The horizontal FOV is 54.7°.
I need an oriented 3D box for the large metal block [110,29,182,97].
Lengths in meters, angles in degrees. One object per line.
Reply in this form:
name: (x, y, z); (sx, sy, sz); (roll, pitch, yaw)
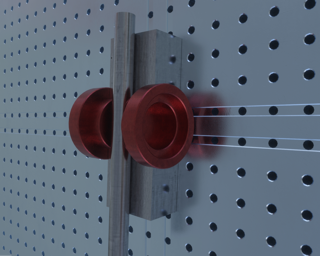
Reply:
large metal block: (-0.020, -0.078, 0.409); (0.080, 0.050, 0.079); (3, 92, 40)

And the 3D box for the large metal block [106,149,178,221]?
large metal block: (-0.024, 0.069, 0.413); (0.080, 0.050, 0.079); (4, 93, 40)

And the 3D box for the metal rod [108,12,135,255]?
metal rod: (-0.048, 0.011, 0.383); (0.025, 0.025, 0.298); (3, 92, 40)

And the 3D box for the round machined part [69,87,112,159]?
round machined part: (-0.068, -0.006, 0.417); (0.042, 0.099, 0.097); (3, 92, 40)

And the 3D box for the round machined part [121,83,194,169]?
round machined part: (-0.007, -0.003, 0.367); (0.042, 0.099, 0.097); (3, 92, 45)
